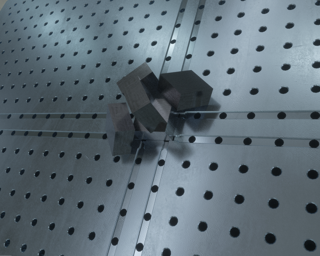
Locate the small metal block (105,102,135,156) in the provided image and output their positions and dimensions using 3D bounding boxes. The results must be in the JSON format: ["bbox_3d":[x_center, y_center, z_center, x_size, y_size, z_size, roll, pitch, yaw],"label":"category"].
[{"bbox_3d":[-0.055,0.002,0.417,0.025,0.050,0.050,-6,50,-20],"label":"small metal block"}]

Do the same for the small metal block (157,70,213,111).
[{"bbox_3d":[0.032,-0.051,0.406,0.050,0.025,0.050,-13,44,-29],"label":"small metal block"}]

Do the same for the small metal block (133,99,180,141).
[{"bbox_3d":[-0.005,-0.012,0.419,0.050,0.025,0.050,1,62,27],"label":"small metal block"}]

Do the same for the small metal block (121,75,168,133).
[{"bbox_3d":[-0.020,-0.029,0.389,0.025,0.050,0.050,-31,52,8],"label":"small metal block"}]

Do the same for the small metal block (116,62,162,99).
[{"bbox_3d":[-0.025,-0.057,0.442,0.050,0.050,0.025,-35,51,5],"label":"small metal block"}]
